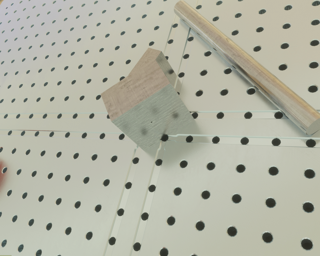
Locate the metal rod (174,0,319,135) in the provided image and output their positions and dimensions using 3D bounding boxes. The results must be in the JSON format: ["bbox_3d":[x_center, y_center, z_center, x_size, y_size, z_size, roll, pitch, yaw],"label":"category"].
[{"bbox_3d":[0.098,-0.100,0.416,0.025,0.025,0.300,-36,51,4],"label":"metal rod"}]

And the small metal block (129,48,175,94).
[{"bbox_3d":[-0.010,-0.077,0.444,0.025,0.050,0.050,25,75,36],"label":"small metal block"}]

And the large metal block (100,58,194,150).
[{"bbox_3d":[-0.015,-0.027,0.396,0.080,0.080,0.050,-33,52,7],"label":"large metal block"}]
